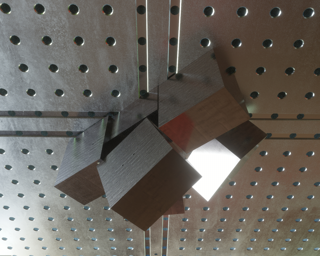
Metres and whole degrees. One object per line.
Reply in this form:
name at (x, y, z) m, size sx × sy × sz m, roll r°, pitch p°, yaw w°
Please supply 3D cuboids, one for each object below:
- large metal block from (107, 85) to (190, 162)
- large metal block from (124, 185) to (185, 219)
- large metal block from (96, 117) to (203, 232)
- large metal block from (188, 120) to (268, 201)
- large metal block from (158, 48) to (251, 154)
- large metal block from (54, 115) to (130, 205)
large metal block at (-0.009, 0.006, 0.401) m, size 0.080 × 0.050 × 0.080 m, roll -32°, pitch 123°, yaw 24°
large metal block at (-0.007, 0.087, 0.440) m, size 0.080 × 0.080 × 0.050 m, roll -7°, pitch 93°, yaw 6°
large metal block at (-0.015, 0.046, 0.332) m, size 0.080 × 0.080 × 0.050 m, roll -44°, pitch 121°, yaw 1°
large metal block at (0.080, 0.034, 0.396) m, size 0.050 × 0.081 × 0.080 m, roll 42°, pitch 130°, yaw 19°
large metal block at (0.045, -0.031, 0.349) m, size 0.080 × 0.080 × 0.050 m, roll -32°, pitch 124°, yaw 24°
large metal block at (-0.084, 0.042, 0.409) m, size 0.080 × 0.080 × 0.050 m, roll -31°, pitch 124°, yaw 23°
